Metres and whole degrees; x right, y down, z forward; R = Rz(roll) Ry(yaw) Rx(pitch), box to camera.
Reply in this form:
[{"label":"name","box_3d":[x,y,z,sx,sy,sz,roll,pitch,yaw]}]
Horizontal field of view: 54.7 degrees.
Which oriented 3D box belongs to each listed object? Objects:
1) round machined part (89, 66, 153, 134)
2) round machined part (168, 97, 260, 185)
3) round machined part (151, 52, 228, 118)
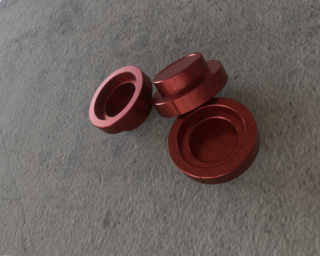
[{"label":"round machined part","box_3d":[-0.048,-0.034,0.429,0.098,0.042,0.098,-22,49,29]},{"label":"round machined part","box_3d":[0.062,0.017,0.349,0.098,0.042,0.098,-13,56,20]},{"label":"round machined part","box_3d":[0.030,-0.058,0.384,0.098,0.042,0.098,-28,21,12]}]
